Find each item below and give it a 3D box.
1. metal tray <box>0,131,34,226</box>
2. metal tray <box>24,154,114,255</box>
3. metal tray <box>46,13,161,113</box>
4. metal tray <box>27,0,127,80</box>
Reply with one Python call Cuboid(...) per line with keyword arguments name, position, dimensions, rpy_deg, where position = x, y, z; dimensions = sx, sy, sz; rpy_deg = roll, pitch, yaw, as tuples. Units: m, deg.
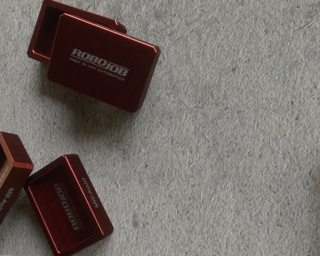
Cuboid(name="metal tray", position=(-0.250, 0.082, 0.476), dimensions=(0.090, 0.030, 0.129), rpy_deg=(43, 104, 39))
Cuboid(name="metal tray", position=(-0.136, 0.114, 0.454), dimensions=(0.090, 0.030, 0.130), rpy_deg=(-32, 80, 17))
Cuboid(name="metal tray", position=(-0.075, -0.085, 0.408), dimensions=(0.131, 0.030, 0.089), rpy_deg=(22, 108, 4))
Cuboid(name="metal tray", position=(-0.122, -0.124, 0.449), dimensions=(0.130, 0.030, 0.089), rpy_deg=(23, 98, 18))
